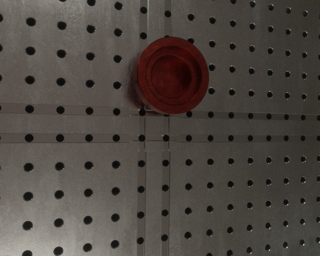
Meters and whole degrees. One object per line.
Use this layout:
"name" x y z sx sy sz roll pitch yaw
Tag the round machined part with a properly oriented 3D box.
"round machined part" 0.012 -0.066 0.409 0.099 0.042 0.097 0 90 -21
